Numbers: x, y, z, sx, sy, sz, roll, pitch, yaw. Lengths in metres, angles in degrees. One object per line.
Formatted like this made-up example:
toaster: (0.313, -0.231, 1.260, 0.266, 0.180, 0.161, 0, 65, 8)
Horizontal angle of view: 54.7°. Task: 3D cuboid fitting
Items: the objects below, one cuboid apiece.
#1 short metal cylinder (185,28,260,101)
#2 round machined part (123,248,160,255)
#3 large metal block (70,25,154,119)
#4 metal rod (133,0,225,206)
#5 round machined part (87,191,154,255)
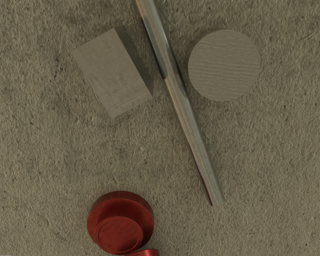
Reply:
short metal cylinder: (0.071, -0.077, 0.369, 0.081, 0.050, 0.079, 0, 110, 0)
round machined part: (-0.030, 0.212, 0.461, 0.099, 0.042, 0.098, -13, 149, -8)
large metal block: (-0.049, -0.068, 0.355, 0.050, 0.080, 0.080, -26, 108, 9)
metal rod: (0.030, -0.026, 0.400, 0.025, 0.025, 0.299, -19, 109, 7)
round machined part: (-0.058, 0.145, 0.454, 0.099, 0.042, 0.097, 0, 110, 0)
